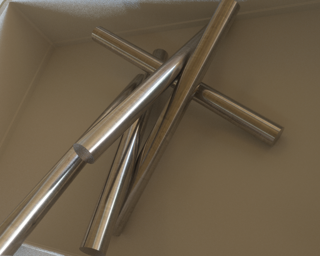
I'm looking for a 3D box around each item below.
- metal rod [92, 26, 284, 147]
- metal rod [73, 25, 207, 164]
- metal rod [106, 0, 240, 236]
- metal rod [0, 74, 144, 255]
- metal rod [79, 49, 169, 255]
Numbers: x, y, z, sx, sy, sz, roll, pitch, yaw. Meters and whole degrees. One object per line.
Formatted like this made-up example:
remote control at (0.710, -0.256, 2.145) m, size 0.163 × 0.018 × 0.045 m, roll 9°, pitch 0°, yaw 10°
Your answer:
metal rod at (0.017, -0.066, 0.401) m, size 0.300 × 0.025 × 0.025 m, roll 35°, pitch 81°, yaw 27°
metal rod at (0.013, -0.068, 0.367) m, size 0.025 × 0.025 × 0.301 m, roll 14°, pitch 46°, yaw 33°
metal rod at (0.012, -0.013, 0.361) m, size 0.025 × 0.025 × 0.299 m, roll 28°, pitch 90°, yaw 37°
metal rod at (-0.081, 0.018, 0.355) m, size 0.025 × 0.025 × 0.301 m, roll -1°, pitch 35°, yaw 27°
metal rod at (-0.031, 0.002, 0.379) m, size 0.025 × 0.025 × 0.300 m, roll -6°, pitch 46°, yaw 25°
